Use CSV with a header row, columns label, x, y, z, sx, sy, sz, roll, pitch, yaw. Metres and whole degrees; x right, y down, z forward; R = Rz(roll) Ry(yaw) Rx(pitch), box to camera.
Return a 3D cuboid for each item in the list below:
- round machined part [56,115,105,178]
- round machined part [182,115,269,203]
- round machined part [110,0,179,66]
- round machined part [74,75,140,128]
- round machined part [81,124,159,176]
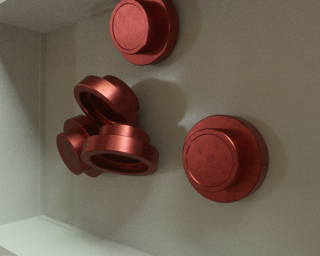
label,x,y,z,sx,sy,sz,roll,pitch,yaw
round machined part,-0.121,0.032,0.469,0.098,0.042,0.097,29,132,37
round machined part,0.064,0.034,0.342,0.098,0.042,0.097,0,90,39
round machined part,-0.027,-0.131,0.404,0.098,0.042,0.097,12,109,36
round machined part,-0.067,-0.034,0.427,0.098,0.042,0.098,30,151,19
round machined part,-0.049,0.028,0.404,0.098,0.098,0.042,-14,57,39
